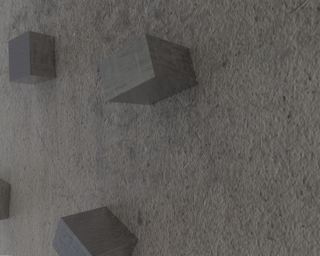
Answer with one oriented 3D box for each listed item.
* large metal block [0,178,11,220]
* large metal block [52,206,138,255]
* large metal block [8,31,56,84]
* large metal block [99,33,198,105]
[{"bbox_3d":[-0.388,0.162,0.710,0.080,0.050,0.079,11,97,39],"label":"large metal block"},{"bbox_3d":[-0.094,0.165,0.447,0.080,0.081,0.050,33,111,35],"label":"large metal block"},{"bbox_3d":[-0.245,-0.131,0.591,0.080,0.050,0.080,-4,87,40],"label":"large metal block"},{"bbox_3d":[-0.014,-0.067,0.381,0.080,0.081,0.050,-20,77,38],"label":"large metal block"}]
